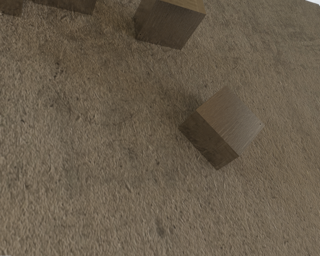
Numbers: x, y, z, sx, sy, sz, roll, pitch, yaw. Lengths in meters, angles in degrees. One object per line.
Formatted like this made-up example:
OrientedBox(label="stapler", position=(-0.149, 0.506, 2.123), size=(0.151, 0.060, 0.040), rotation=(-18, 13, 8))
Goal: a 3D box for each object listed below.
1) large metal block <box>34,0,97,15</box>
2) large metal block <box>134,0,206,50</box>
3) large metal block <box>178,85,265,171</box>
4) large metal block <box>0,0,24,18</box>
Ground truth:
OrientedBox(label="large metal block", position=(-0.127, -0.213, 0.430), size=(0.081, 0.080, 0.050), rotation=(3, 61, -27))
OrientedBox(label="large metal block", position=(0.012, -0.175, 0.481), size=(0.081, 0.080, 0.050), rotation=(7, 59, -25))
OrientedBox(label="large metal block", position=(0.087, -0.002, 0.435), size=(0.080, 0.050, 0.080), rotation=(47, 51, 5))
OrientedBox(label="large metal block", position=(-0.214, -0.197, 0.393), size=(0.081, 0.050, 0.080), rotation=(8, 58, -24))
